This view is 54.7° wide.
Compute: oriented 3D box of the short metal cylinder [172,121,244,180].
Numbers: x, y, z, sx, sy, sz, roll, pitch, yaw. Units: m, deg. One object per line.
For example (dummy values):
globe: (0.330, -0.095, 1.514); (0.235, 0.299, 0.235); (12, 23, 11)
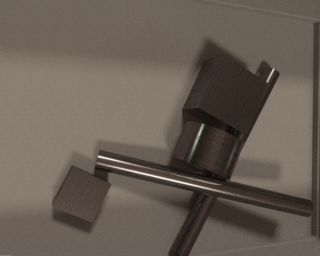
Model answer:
short metal cylinder: (0.062, 0.030, 0.406); (0.080, 0.080, 0.050); (25, 82, -19)

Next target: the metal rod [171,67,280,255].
metal rod: (0.099, 0.042, 0.448); (0.025, 0.025, 0.300); (33, 79, -18)

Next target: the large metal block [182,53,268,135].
large metal block: (0.090, -0.044, 0.432); (0.080, 0.050, 0.080); (28, 81, -18)

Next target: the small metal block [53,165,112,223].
small metal block: (-0.095, 0.079, 0.376); (0.050, 0.025, 0.050); (29, 80, -18)

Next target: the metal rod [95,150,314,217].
metal rod: (0.066, 0.076, 0.411); (0.302, 0.025, 0.025); (15, 85, -11)
